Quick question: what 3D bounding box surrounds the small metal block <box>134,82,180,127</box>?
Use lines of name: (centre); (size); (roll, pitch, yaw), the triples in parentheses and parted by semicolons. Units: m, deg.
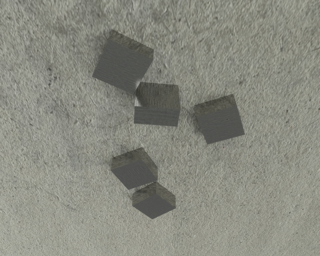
small metal block: (-0.004, -0.029, 0.366); (0.050, 0.050, 0.025); (4, 130, -4)

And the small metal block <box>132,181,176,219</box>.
small metal block: (-0.009, 0.120, 0.509); (0.050, 0.025, 0.050); (-32, 124, 24)

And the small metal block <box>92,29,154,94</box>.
small metal block: (-0.041, -0.073, 0.345); (0.050, 0.025, 0.050); (22, 127, -18)

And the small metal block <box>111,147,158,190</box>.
small metal block: (-0.037, 0.061, 0.458); (0.050, 0.025, 0.050); (-21, 127, 16)

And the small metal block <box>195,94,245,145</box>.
small metal block: (0.077, -0.010, 0.399); (0.050, 0.025, 0.050); (-16, 129, 13)
